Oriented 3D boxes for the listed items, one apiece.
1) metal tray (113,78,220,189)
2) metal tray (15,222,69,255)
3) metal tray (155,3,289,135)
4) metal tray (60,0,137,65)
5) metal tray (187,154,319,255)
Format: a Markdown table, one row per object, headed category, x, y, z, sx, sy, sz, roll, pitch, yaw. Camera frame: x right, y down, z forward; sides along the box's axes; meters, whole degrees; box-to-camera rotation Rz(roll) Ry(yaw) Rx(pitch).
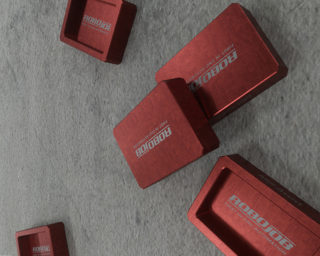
| category | x | y | z | sx | sy | sz | roll | pitch | yaw |
| --- | --- | --- | --- | --- | --- | --- | --- | --- | --- |
| metal tray | 0.000 | 0.011 | 0.373 | 0.129 | 0.030 | 0.090 | -39 | 75 | 46 |
| metal tray | -0.222 | 0.231 | 0.580 | 0.130 | 0.030 | 0.090 | -22 | 76 | 37 |
| metal tray | 0.062 | -0.061 | 0.350 | 0.130 | 0.030 | 0.090 | -37 | 67 | 33 |
| metal tray | -0.100 | -0.161 | 0.481 | 0.130 | 0.030 | 0.089 | 30 | 109 | 35 |
| metal tray | 0.099 | 0.098 | 0.318 | 0.130 | 0.030 | 0.089 | 39 | 113 | 33 |
